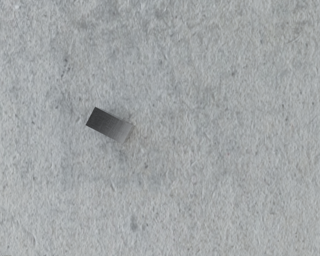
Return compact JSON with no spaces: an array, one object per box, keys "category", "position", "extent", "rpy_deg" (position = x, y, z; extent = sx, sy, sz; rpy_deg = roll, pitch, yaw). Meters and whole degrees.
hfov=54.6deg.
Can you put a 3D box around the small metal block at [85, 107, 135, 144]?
[{"category":"small metal block","position":[-0.061,-0.003,0.397],"extent":[0.050,0.050,0.025],"rpy_deg":[27,90,0]}]
